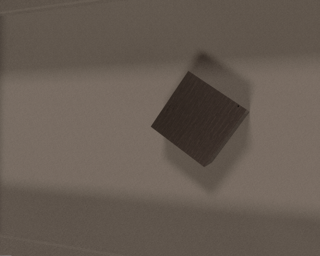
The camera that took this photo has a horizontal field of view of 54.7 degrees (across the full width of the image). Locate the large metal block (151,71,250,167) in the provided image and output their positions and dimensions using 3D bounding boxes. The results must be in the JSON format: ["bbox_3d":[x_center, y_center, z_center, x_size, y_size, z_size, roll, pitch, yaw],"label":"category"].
[{"bbox_3d":[0.050,-0.011,0.379,0.080,0.050,0.080,37,102,16],"label":"large metal block"}]
